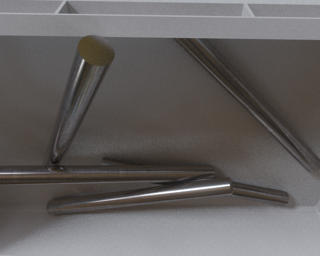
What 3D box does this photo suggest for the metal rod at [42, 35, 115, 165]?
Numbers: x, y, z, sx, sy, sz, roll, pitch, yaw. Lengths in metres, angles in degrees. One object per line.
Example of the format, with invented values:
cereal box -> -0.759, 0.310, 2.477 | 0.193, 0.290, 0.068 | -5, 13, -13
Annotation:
metal rod -> -0.103, 0.003, 0.335 | 0.025, 0.025, 0.299 | 20, 151, -17

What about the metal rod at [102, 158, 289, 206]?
metal rod -> 0.059, 0.086, 0.482 | 0.302, 0.025, 0.025 | 12, 129, -10

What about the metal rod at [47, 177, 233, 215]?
metal rod -> -0.042, 0.107, 0.475 | 0.301, 0.025, 0.025 | -11, 130, 18

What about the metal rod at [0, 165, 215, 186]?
metal rod -> -0.067, 0.063, 0.423 | 0.302, 0.025, 0.025 | 2, 131, -17

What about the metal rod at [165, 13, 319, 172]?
metal rod -> 0.120, -0.027, 0.386 | 0.025, 0.025, 0.301 | -37, 121, 27
